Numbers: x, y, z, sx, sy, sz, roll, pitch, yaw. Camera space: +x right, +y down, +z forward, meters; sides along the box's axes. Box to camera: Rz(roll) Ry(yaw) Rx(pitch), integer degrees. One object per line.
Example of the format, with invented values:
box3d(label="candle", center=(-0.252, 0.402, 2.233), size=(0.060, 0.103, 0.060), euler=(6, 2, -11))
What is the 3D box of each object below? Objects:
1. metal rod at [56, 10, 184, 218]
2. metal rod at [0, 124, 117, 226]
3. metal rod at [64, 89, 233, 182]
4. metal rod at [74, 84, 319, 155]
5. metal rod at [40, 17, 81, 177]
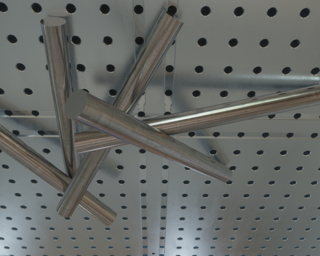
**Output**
box3d(label="metal rod", center=(-0.060, 0.001, 0.376), size=(0.025, 0.025, 0.298), euler=(24, 115, -19))
box3d(label="metal rod", center=(-0.174, 0.045, 0.423), size=(0.025, 0.025, 0.300), euler=(-34, 116, 25))
box3d(label="metal rod", center=(0.017, 0.026, 0.359), size=(0.025, 0.025, 0.301), euler=(-30, 148, 23))
box3d(label="metal rod", center=(0.054, -0.012, 0.363), size=(0.302, 0.025, 0.025), euler=(-12, 130, -6))
box3d(label="metal rod", center=(-0.122, 0.004, 0.413), size=(0.025, 0.025, 0.298), euler=(4, 130, -4))
